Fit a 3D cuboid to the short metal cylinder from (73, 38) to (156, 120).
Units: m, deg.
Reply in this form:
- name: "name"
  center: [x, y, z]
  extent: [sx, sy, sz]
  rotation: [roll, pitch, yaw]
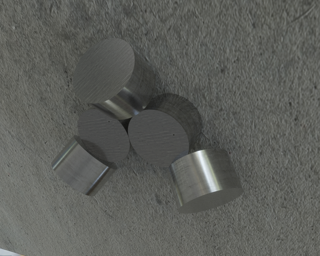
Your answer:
- name: "short metal cylinder"
  center: [-0.052, -0.055, 0.358]
  extent: [0.080, 0.080, 0.050]
  rotation: [2, 162, 27]

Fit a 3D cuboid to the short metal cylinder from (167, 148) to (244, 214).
- name: "short metal cylinder"
  center: [0.054, 0.066, 0.377]
  extent: [0.080, 0.081, 0.050]
  rotation: [-43, 52, 39]

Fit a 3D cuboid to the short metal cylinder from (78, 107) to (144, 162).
- name: "short metal cylinder"
  center: [-0.064, 0.000, 0.425]
  extent: [0.080, 0.050, 0.079]
  rotation: [13, 124, 21]

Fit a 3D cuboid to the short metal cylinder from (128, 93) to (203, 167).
- name: "short metal cylinder"
  center: [0.007, 0.002, 0.389]
  extent: [0.080, 0.050, 0.079]
  rotation: [13, 124, 21]

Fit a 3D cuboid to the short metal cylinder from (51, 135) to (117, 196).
- name: "short metal cylinder"
  center: [-0.110, 0.055, 0.457]
  extent: [0.080, 0.080, 0.050]
  rotation: [39, 89, 1]
